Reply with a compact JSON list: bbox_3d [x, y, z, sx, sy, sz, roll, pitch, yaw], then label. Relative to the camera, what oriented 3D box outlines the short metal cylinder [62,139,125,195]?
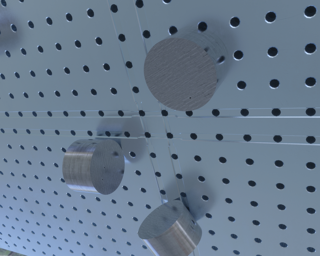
[{"bbox_3d":[-0.096,0.056,0.459,0.050,0.080,0.080,-1,118,28],"label":"short metal cylinder"}]

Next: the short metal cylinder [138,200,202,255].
[{"bbox_3d":[0.015,0.154,0.462,0.080,0.080,0.050,-26,104,37],"label":"short metal cylinder"}]

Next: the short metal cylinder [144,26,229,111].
[{"bbox_3d":[0.030,-0.065,0.338,0.080,0.050,0.079,13,124,20],"label":"short metal cylinder"}]
